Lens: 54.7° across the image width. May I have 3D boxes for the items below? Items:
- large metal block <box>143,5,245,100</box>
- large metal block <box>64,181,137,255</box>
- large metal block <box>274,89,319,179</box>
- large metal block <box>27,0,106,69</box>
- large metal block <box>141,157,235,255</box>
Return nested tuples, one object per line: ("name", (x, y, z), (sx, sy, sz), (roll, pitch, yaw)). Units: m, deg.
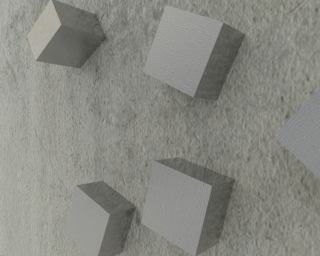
("large metal block", (0.037, -0.086, 0.357), (0.080, 0.050, 0.079), (32, 110, 35))
("large metal block", (-0.090, 0.136, 0.461), (0.080, 0.050, 0.079), (27, 107, 36))
("large metal block", (0.160, 0.005, 0.256), (0.080, 0.050, 0.080), (51, 120, 27))
("large metal block", (-0.147, -0.144, 0.487), (0.080, 0.081, 0.050), (-38, 67, 33))
("large metal block", (0.031, 0.086, 0.362), (0.080, 0.050, 0.079), (19, 102, 38))
